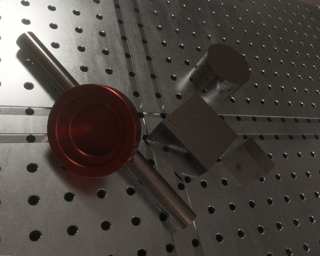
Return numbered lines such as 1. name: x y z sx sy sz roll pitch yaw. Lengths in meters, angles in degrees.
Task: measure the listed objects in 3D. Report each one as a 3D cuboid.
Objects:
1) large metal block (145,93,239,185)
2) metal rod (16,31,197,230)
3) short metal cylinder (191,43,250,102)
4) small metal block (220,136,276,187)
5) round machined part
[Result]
1. large metal block: 0.043 0.013 0.409 0.080 0.050 0.080 47 51 4
2. metal rod: -0.067 0.000 0.373 0.300 0.025 0.025 48 51 5
3. short metal cylinder: 0.098 -0.089 0.501 0.081 0.050 0.080 14 56 -21
4. small metal block: 0.121 0.047 0.430 0.025 0.050 0.050 -35 82 -39
5. round machined part: -0.067 0.002 0.338 0.098 0.098 0.042 48 12 5
